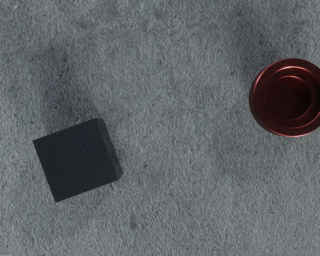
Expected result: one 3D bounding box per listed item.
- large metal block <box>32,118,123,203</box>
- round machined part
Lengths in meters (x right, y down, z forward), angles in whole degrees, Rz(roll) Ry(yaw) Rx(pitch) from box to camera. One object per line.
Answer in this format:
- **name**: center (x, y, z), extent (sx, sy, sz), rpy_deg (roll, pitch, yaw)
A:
- **large metal block**: center (-0.102, 0.039, 0.397), extent (0.080, 0.050, 0.080), rpy_deg (-20, 90, 0)
- **round machined part**: center (0.164, -0.038, 0.403), extent (0.099, 0.042, 0.097), rpy_deg (0, 90, 0)
